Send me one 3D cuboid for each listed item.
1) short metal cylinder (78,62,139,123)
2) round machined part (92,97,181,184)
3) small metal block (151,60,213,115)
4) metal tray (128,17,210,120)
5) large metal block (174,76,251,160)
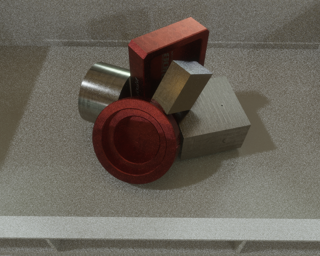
[{"bbox_3d":[-0.061,-0.040,0.400,0.050,0.080,0.080,18,52,14],"label":"short metal cylinder"},{"bbox_3d":[-0.024,0.012,0.358,0.098,0.097,0.042,16,16,12],"label":"round machined part"},{"bbox_3d":[0.024,-0.045,0.336,0.025,0.050,0.050,42,29,21],"label":"small metal block"},{"bbox_3d":[0.010,-0.062,0.387,0.091,0.129,0.030,-28,57,-22],"label":"metal tray"},{"bbox_3d":[0.055,-0.014,0.389,0.081,0.050,0.080,-11,56,-10],"label":"large metal block"}]
